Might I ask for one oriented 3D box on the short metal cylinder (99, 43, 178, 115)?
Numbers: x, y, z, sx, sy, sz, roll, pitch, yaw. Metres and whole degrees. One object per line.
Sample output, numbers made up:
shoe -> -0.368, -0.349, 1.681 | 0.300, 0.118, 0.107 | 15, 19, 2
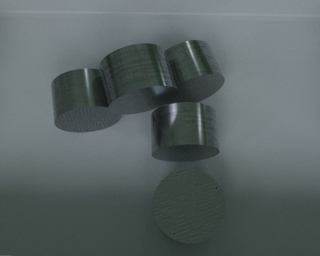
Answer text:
short metal cylinder -> -0.025, -0.053, 0.356 | 0.081, 0.080, 0.050 | -14, 77, -5

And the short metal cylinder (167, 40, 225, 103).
short metal cylinder -> 0.037, -0.069, 0.406 | 0.080, 0.080, 0.050 | -17, 71, -6

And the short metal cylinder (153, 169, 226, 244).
short metal cylinder -> 0.032, 0.092, 0.363 | 0.081, 0.050, 0.080 | 0, 70, 0

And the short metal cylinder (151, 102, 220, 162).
short metal cylinder -> 0.030, 0.008, 0.378 | 0.081, 0.080, 0.050 | -2, 70, -1

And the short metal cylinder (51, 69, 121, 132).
short metal cylinder -> -0.093, -0.032, 0.391 | 0.081, 0.080, 0.050 | -11, 71, -4
